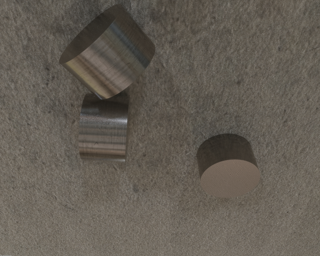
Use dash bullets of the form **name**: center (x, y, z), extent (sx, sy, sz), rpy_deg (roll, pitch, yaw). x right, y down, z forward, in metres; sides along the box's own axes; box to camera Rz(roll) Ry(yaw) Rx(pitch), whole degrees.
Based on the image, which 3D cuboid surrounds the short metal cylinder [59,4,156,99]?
- **short metal cylinder**: center (-0.052, -0.075, 0.307), extent (0.080, 0.080, 0.050), rpy_deg (-30, 124, 22)

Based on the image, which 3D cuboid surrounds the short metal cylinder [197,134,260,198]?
- **short metal cylinder**: center (0.095, 0.054, 0.439), extent (0.081, 0.050, 0.079), rpy_deg (0, 130, 0)

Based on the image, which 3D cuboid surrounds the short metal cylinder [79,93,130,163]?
- **short metal cylinder**: center (-0.064, 0.000, 0.370), extent (0.050, 0.080, 0.079), rpy_deg (4, 130, -4)
